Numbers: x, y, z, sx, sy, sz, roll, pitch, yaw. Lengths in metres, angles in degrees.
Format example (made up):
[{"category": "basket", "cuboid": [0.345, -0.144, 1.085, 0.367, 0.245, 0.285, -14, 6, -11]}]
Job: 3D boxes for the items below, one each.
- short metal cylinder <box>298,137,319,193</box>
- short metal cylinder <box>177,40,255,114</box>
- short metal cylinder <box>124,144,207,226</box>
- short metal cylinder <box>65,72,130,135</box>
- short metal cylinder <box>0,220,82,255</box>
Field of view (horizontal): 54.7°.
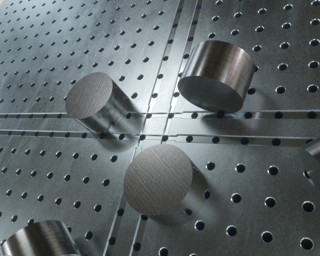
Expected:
[{"category": "short metal cylinder", "cuboid": [0.164, 0.039, 0.263, 0.050, 0.080, 0.080, -30, 52, 9]}, {"category": "short metal cylinder", "cuboid": [0.068, -0.059, 0.373, 0.080, 0.080, 0.050, 11, 67, 32]}, {"category": "short metal cylinder", "cuboid": [0.007, 0.064, 0.348, 0.080, 0.050, 0.080, -13, 56, 20]}, {"category": "short metal cylinder", "cuboid": [-0.092, -0.036, 0.460, 0.080, 0.050, 0.080, -13, 57, 20]}, {"category": "short metal cylinder", "cuboid": [-0.133, 0.151, 0.348, 0.080, 0.080, 0.050, -45, 51, -3]}]
